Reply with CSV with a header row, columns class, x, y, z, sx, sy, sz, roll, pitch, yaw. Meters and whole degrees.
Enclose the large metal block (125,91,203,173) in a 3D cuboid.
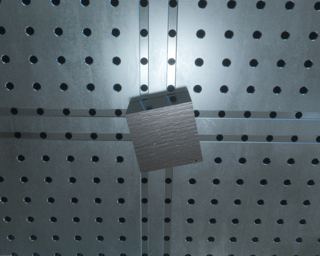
class,x,y,z,sx,sy,sz,roll,pitch,yaw
large metal block,0.006,0.004,0.401,0.080,0.050,0.080,-11,110,4
